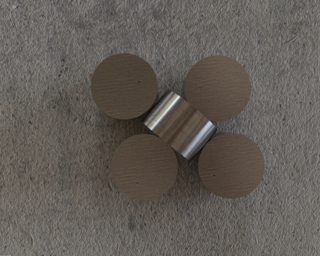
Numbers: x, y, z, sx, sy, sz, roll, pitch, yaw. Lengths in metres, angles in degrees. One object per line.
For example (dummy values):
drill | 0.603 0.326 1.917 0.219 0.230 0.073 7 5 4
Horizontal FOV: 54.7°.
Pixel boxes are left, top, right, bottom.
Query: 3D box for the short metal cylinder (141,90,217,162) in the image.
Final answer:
short metal cylinder | 0.023 -0.003 0.384 0.080 0.080 0.050 40 90 -1

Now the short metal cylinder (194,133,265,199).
short metal cylinder | 0.086 0.045 0.399 0.081 0.050 0.079 0 90 -1

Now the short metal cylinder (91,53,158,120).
short metal cylinder | -0.043 -0.050 0.397 0.081 0.050 0.079 0 90 -1

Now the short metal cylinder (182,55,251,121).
short metal cylinder | 0.070 -0.048 0.398 0.081 0.050 0.079 0 90 -1

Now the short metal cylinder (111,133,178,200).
short metal cylinder | -0.019 0.047 0.397 0.081 0.050 0.079 0 90 -1
